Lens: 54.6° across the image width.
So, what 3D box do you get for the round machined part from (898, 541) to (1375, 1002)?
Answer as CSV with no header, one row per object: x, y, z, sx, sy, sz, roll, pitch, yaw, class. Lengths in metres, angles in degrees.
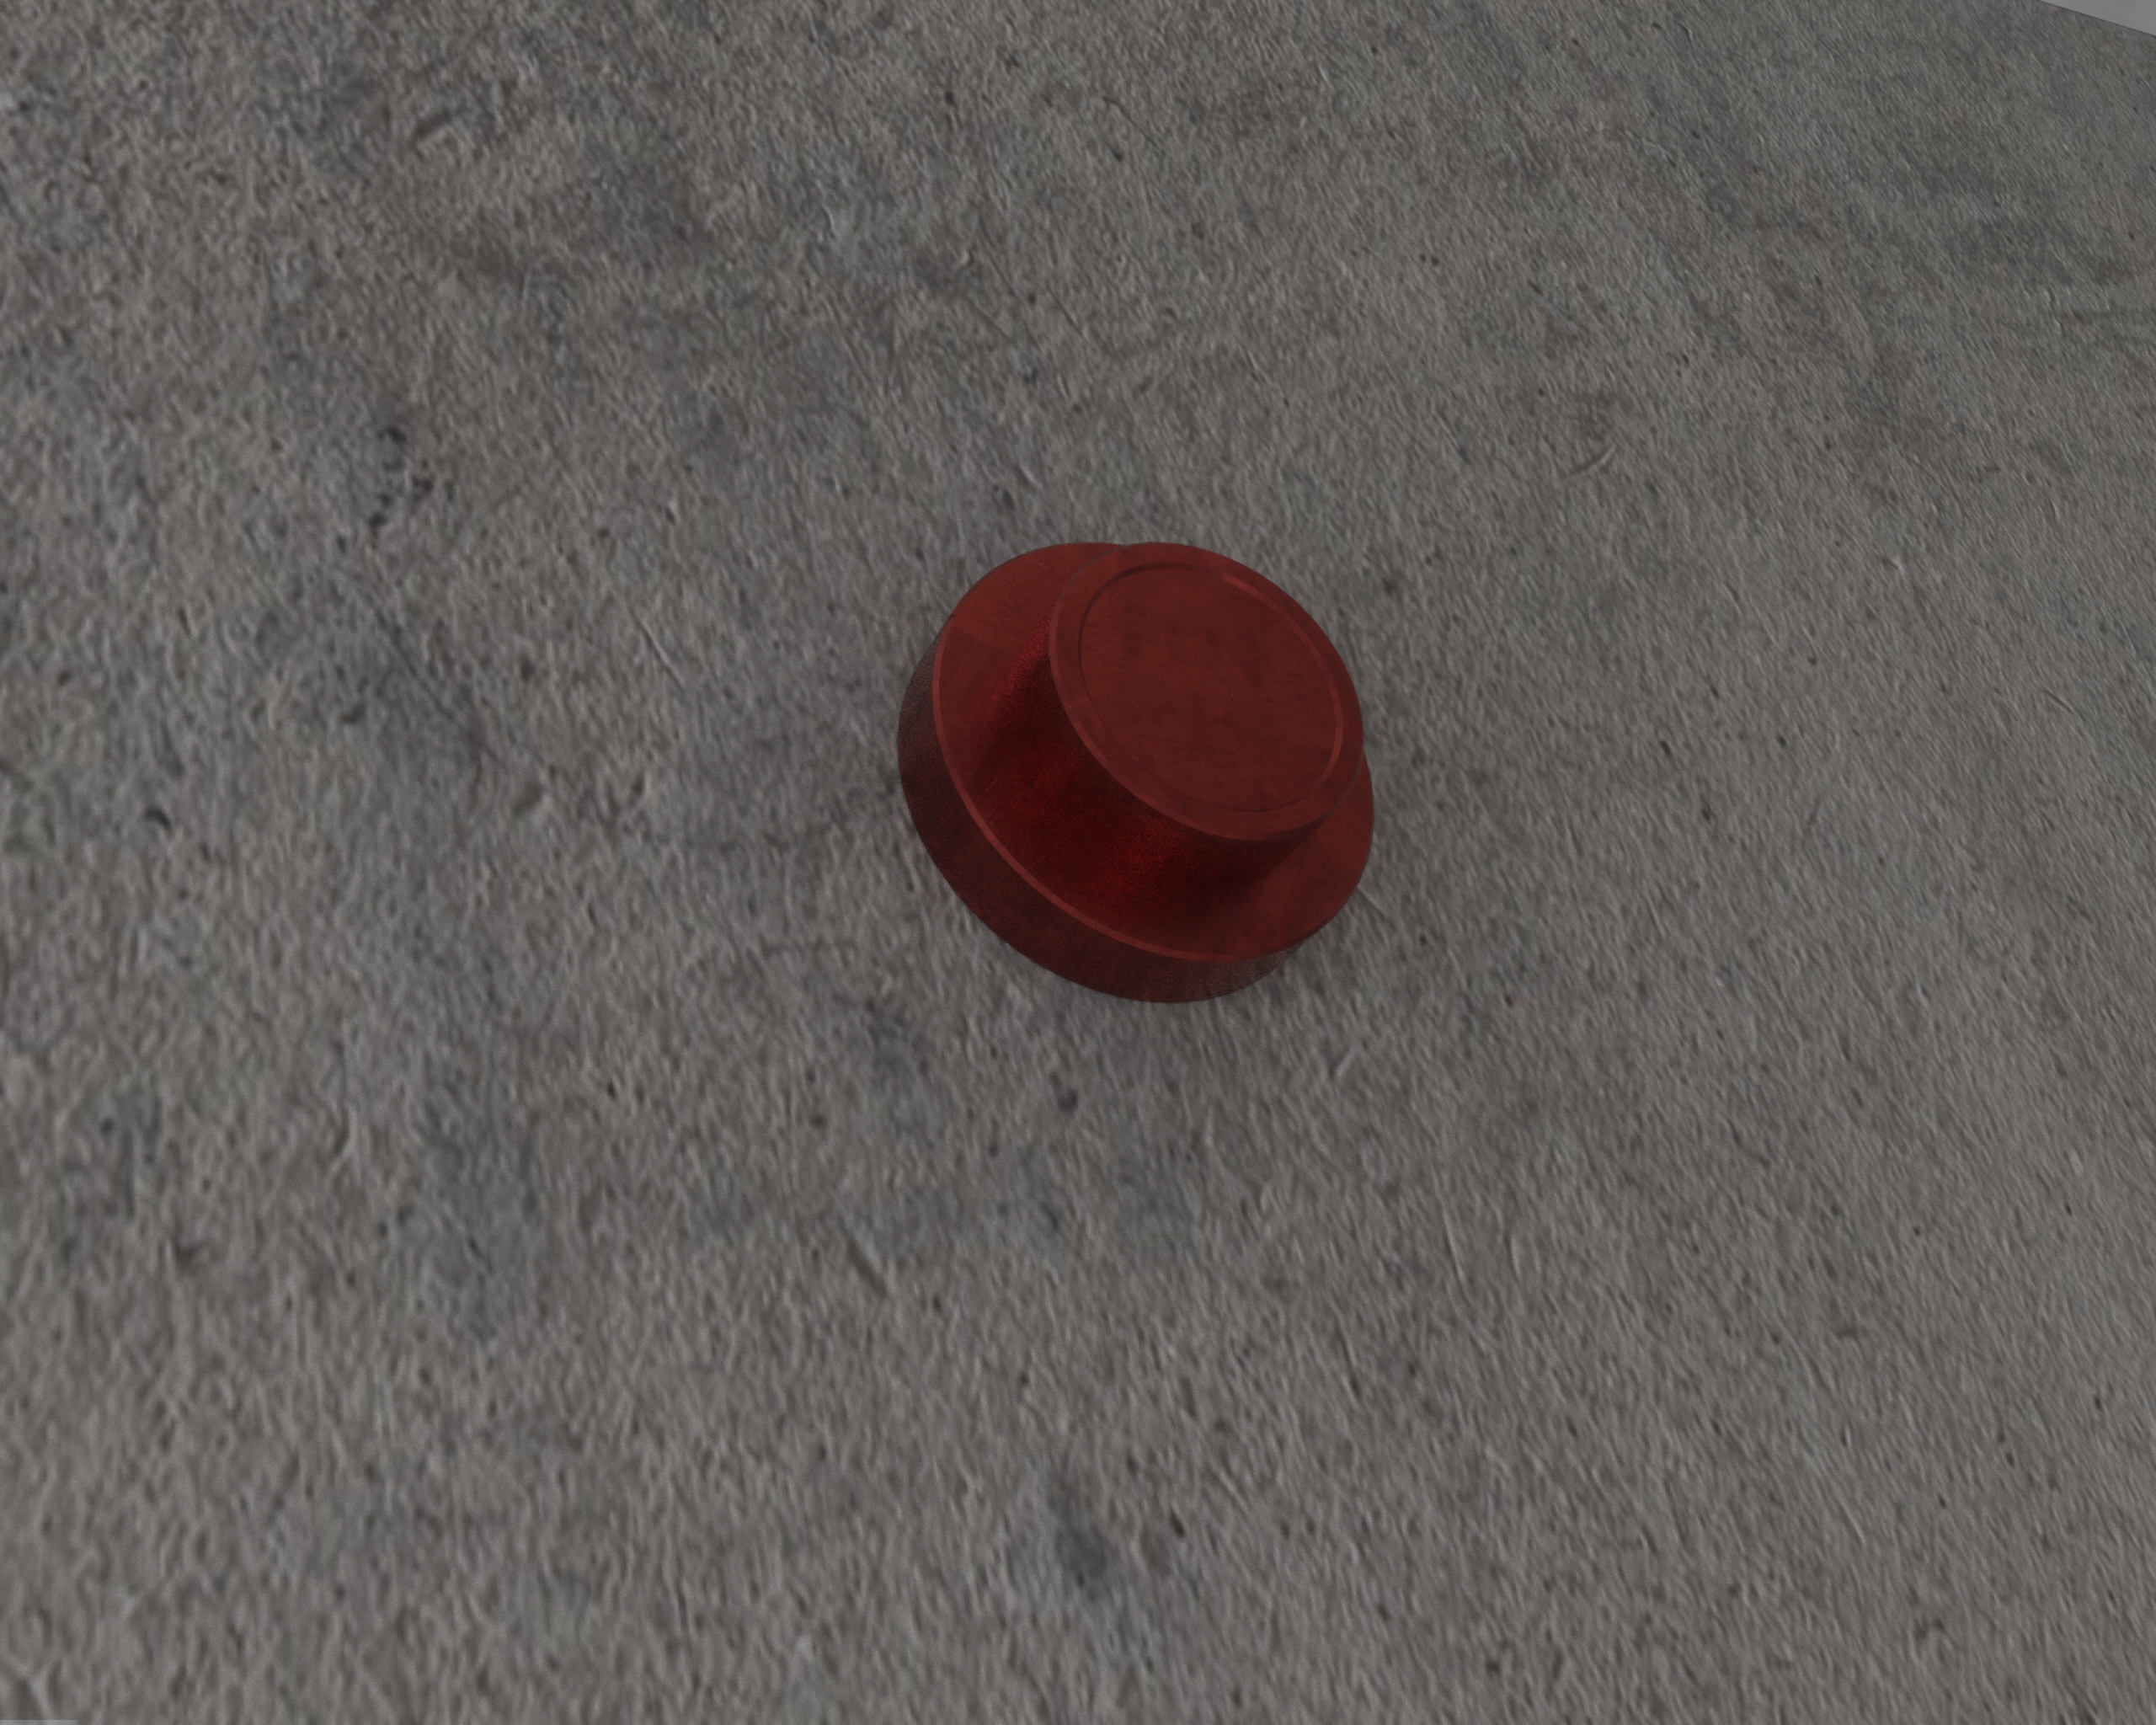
0.017,-0.025,0.417,0.099,0.042,0.098,13,56,-21,round machined part
